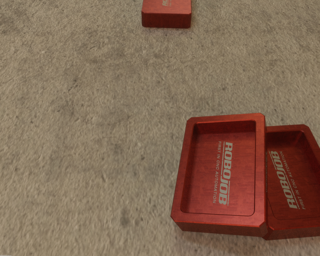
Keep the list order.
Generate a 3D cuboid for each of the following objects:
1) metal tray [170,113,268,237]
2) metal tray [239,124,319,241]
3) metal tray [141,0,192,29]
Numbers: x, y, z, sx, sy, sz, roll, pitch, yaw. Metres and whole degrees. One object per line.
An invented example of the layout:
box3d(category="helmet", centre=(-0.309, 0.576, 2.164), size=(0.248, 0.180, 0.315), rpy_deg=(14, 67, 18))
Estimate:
box3d(category="metal tray", centre=(0.068, 0.045, 0.336), size=(0.090, 0.030, 0.130), rpy_deg=(-3, 53, 22))
box3d(category="metal tray", centre=(0.145, 0.056, 0.354), size=(0.091, 0.030, 0.130), rpy_deg=(-3, 50, -3))
box3d(category="metal tray", centre=(0.014, -0.245, 0.606), size=(0.091, 0.030, 0.130), rpy_deg=(2, 50, 1))
